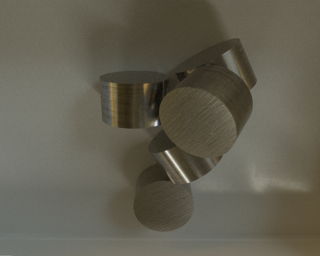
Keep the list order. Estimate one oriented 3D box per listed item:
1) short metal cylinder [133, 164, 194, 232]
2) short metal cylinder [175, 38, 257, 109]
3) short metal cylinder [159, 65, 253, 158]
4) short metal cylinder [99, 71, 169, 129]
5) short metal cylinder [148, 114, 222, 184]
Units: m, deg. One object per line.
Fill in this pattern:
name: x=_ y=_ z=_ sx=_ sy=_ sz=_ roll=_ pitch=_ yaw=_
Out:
short metal cylinder: x=0.005 y=0.096 z=0.434 sx=0.081 sy=0.050 sz=0.079 roll=0 pitch=110 yaw=-1
short metal cylinder: x=0.064 y=-0.062 z=0.360 sx=0.080 sy=0.080 sz=0.050 roll=-26 pitch=108 yaw=9
short metal cylinder: x=0.047 y=-0.017 z=0.313 sx=0.080 sy=0.050 sz=0.079 roll=19 pitch=132 yaw=23
short metal cylinder: x=-0.030 y=-0.036 z=0.368 sx=0.081 sy=0.080 sz=0.050 roll=0 pitch=110 yaw=-1
short metal cylinder: x=0.033 y=0.025 z=0.392 sx=0.080 sy=0.080 sz=0.050 roll=-31 pitch=108 yaw=10
